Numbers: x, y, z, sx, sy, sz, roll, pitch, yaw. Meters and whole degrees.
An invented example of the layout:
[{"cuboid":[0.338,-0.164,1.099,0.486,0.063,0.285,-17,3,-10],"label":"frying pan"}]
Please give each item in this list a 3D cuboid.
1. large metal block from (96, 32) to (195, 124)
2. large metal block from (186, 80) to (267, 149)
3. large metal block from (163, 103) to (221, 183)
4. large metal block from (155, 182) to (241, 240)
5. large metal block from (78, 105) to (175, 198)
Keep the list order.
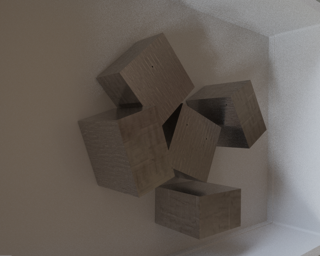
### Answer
[{"cuboid":[-0.015,-0.055,0.377,0.080,0.050,0.080,-50,120,-29],"label":"large metal block"},{"cuboid":[0.097,-0.019,0.452,0.050,0.080,0.080,-38,114,-34],"label":"large metal block"},{"cuboid":[0.029,0.021,0.415,0.080,0.050,0.080,28,72,-37],"label":"large metal block"},{"cuboid":[0.051,0.105,0.415,0.081,0.080,0.050,1,90,-40],"label":"large metal block"},{"cuboid":[-0.038,0.022,0.339,0.050,0.080,0.080,-24,106,-38],"label":"large metal block"}]
